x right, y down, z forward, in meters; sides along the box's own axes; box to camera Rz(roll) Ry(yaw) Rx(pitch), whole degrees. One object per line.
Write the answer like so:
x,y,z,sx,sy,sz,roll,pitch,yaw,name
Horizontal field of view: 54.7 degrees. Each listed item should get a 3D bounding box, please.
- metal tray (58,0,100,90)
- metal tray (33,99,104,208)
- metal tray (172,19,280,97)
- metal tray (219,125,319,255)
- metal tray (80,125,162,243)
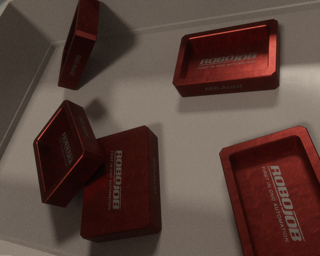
-0.134,-0.135,0.504,0.129,0.030,0.090,-49,37,48,metal tray
-0.130,0.030,0.423,0.090,0.030,0.130,-49,41,13,metal tray
0.088,-0.090,0.410,0.130,0.030,0.090,-2,61,26,metal tray
0.117,0.070,0.298,0.090,0.030,0.130,-19,54,16,metal tray
-0.048,0.068,0.385,0.090,0.030,0.130,-15,55,19,metal tray
